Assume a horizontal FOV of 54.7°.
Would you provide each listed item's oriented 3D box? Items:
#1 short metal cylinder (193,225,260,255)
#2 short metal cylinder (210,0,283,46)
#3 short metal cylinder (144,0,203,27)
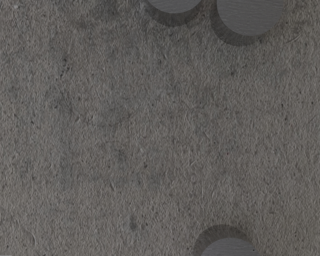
[{"bbox_3d":[0.085,0.172,0.398,0.081,0.050,0.080,0,90,0],"label":"short metal cylinder"},{"bbox_3d":[0.109,-0.151,0.398,0.081,0.050,0.080,0,90,0],"label":"short metal cylinder"},{"bbox_3d":[0.017,-0.178,0.397,0.081,0.050,0.080,0,90,0],"label":"short metal cylinder"}]
